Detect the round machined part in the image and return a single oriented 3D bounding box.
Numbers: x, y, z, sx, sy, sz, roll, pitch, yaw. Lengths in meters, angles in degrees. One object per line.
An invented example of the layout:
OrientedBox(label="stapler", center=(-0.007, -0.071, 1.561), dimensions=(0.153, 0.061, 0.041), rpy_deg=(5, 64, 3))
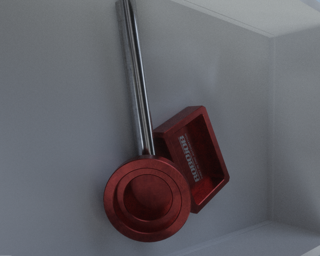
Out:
OrientedBox(label="round machined part", center=(-0.013, 0.079, 0.365), dimensions=(0.099, 0.042, 0.097), rpy_deg=(0, 97, 2))

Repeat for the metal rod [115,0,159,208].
OrientedBox(label="metal rod", center=(-0.022, -0.005, 0.389), dimensions=(0.025, 0.025, 0.298), rpy_deg=(-13, 98, -40))

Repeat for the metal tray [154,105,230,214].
OrientedBox(label="metal tray", center=(0.046, 0.044, 0.444), dimensions=(0.091, 0.030, 0.129), rpy_deg=(-35, 112, -35))
